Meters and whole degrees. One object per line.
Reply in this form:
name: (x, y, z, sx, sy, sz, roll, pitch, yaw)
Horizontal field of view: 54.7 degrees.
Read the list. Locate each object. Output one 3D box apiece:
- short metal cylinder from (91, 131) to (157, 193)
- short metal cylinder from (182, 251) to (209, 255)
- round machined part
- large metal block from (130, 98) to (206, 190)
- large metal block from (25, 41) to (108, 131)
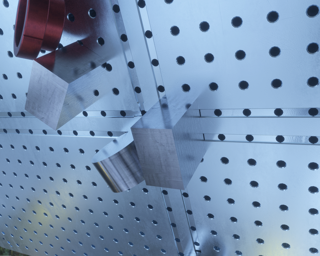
short metal cylinder: (-0.046, 0.044, 0.427, 0.080, 0.080, 0.050, -21, 107, 36)
short metal cylinder: (0.063, 0.256, 0.520, 0.080, 0.050, 0.079, 13, 124, 21)
round machined part: (-0.145, -0.130, 0.374, 0.098, 0.042, 0.098, -14, 72, 55)
large metal block: (0.014, 0.016, 0.378, 0.050, 0.080, 0.080, 2, 119, 27)
large metal block: (-0.122, -0.056, 0.405, 0.050, 0.080, 0.079, 34, 129, 5)
